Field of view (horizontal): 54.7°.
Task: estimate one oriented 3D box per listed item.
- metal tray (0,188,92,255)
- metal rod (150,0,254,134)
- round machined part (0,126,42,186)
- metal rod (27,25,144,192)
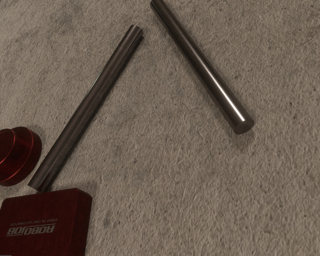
[{"bbox_3d":[-0.155,0.132,0.399,0.130,0.030,0.090,-12,57,21],"label":"metal tray"},{"bbox_3d":[0.045,-0.108,0.445,0.025,0.025,0.300,-31,52,8],"label":"metal rod"},{"bbox_3d":[-0.242,0.040,0.493,0.098,0.042,0.098,-13,56,20],"label":"round machined part"},{"bbox_3d":[-0.108,-0.040,0.482,0.025,0.025,0.300,17,70,34],"label":"metal rod"}]
